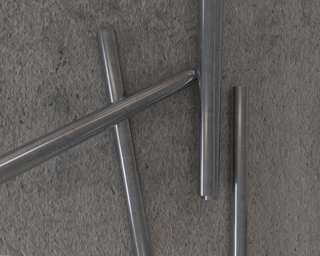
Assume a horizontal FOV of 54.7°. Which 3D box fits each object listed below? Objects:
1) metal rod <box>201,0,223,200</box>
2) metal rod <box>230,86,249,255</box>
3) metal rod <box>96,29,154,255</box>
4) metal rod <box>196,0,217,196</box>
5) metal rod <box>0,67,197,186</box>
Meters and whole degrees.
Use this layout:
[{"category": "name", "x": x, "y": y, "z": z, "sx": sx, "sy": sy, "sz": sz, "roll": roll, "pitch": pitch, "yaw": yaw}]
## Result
[{"category": "metal rod", "x": 0.073, "y": -0.051, "z": 0.435, "sx": 0.025, "sy": 0.025, "sz": 0.298, "roll": 2, "pitch": 90, "yaw": -20}, {"category": "metal rod", "x": 0.115, "y": 0.090, "z": 0.451, "sx": 0.025, "sy": 0.025, "sz": 0.298, "roll": 0, "pitch": 90, "yaw": -20}, {"category": "metal rod", "x": -0.043, "y": 0.028, "z": 0.392, "sx": 0.025, "sy": 0.025, "sz": 0.298, "roll": -10, "pitch": 94, "yaw": -20}, {"category": "metal rod", "x": 0.062, "y": -0.062, "z": 0.412, "sx": 0.025, "sy": 0.025, "sz": 0.298, "roll": 1, "pitch": 89, "yaw": -20}, {"category": "metal rod", "x": -0.068, "y": -0.007, "z": 0.345, "sx": 0.302, "sy": 0.025, "sz": 0.025, "roll": -30, "pitch": 100, "yaw": -32}]
